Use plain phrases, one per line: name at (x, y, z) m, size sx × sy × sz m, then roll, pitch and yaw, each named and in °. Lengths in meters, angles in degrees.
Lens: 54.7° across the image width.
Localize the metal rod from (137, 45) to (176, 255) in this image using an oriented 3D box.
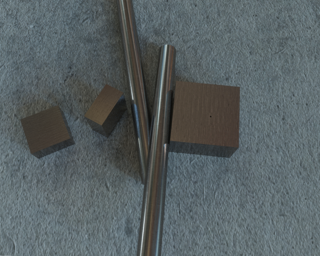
metal rod at (-0.001, 0.019, 0.379) m, size 0.025 × 0.025 × 0.299 m, roll 5°, pitch 62°, yaw 1°

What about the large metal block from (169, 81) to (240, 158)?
large metal block at (0.056, -0.010, 0.399) m, size 0.080 × 0.050 × 0.080 m, roll 6°, pitch 70°, yaw 1°

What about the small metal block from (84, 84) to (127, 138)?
small metal block at (-0.068, -0.021, 0.402) m, size 0.025 × 0.050 × 0.050 m, roll 28°, pitch 72°, yaw 9°

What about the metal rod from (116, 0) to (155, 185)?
metal rod at (-0.034, -0.071, 0.433) m, size 0.025 × 0.025 × 0.299 m, roll -8°, pitch 70°, yaw -4°

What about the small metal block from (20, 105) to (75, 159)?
small metal block at (-0.146, 0.005, 0.404) m, size 0.050 × 0.025 × 0.050 m, roll -23°, pitch 72°, yaw -9°
